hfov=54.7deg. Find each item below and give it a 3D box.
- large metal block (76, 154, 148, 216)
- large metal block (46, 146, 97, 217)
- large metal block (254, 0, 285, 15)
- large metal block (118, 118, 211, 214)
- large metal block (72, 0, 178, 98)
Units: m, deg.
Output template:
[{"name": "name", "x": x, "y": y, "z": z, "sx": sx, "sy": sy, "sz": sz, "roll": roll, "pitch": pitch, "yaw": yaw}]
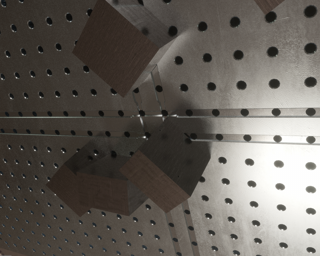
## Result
[{"name": "large metal block", "x": -0.060, "y": 0.078, "z": 0.447, "sx": 0.080, "sy": 0.080, "sz": 0.050, "roll": 5, "pitch": 106, "yaw": 25}, {"name": "large metal block", "x": -0.131, "y": 0.091, "z": 0.518, "sx": 0.080, "sy": 0.050, "sz": 0.080, "roll": 45, "pitch": 129, "yaw": -3}, {"name": "large metal block", "x": 0.099, "y": -0.154, "z": 0.248, "sx": 0.080, "sy": 0.050, "sz": 0.080, "roll": -34, "pitch": 100, "yaw": 38}, {"name": "large metal block", "x": 0.008, "y": 0.046, "z": 0.399, "sx": 0.080, "sy": 0.080, "sz": 0.050, "roll": 43, "pitch": 129, "yaw": -2}, {"name": "large metal block", "x": -0.041, "y": -0.096, "z": 0.356, "sx": 0.080, "sy": 0.050, "sz": 0.080, "roll": 42, "pitch": 129, "yaw": -1}]
